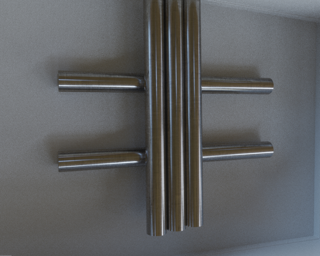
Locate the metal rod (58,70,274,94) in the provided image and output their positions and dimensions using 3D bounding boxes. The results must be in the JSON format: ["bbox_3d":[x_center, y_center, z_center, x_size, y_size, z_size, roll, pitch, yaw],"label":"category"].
[{"bbox_3d":[0.022,-0.059,0.417,0.303,0.025,0.025,-2,91,-20],"label":"metal rod"}]

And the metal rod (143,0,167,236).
[{"bbox_3d":[-0.006,-0.021,0.379,0.025,0.025,0.298,-1,90,-20],"label":"metal rod"}]

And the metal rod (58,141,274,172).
[{"bbox_3d":[0.022,0.036,0.417,0.303,0.025,0.025,-1,91,-20],"label":"metal rod"}]

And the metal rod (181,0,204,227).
[{"bbox_3d":[0.041,-0.026,0.397,0.025,0.025,0.298,-1,90,-20],"label":"metal rod"}]

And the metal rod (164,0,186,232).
[{"bbox_3d":[0.018,-0.023,0.388,0.025,0.025,0.298,-1,90,-20],"label":"metal rod"}]
